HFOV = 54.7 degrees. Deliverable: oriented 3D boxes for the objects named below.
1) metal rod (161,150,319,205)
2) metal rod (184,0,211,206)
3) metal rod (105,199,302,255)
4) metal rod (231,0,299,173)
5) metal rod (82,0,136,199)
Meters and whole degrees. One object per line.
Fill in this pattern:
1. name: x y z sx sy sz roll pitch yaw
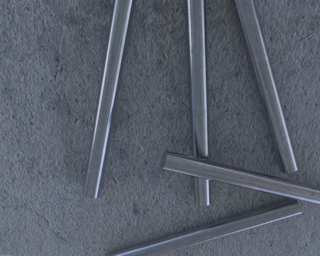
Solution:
1. metal rod: 0.148 0.076 0.422 0.302 0.025 0.025 14 110 -12
2. metal rod: 0.050 -0.033 0.397 0.025 0.025 0.298 -4 110 1
3. metal rod: 0.060 0.162 0.469 0.301 0.025 0.025 -19 109 6
4. metal rod: 0.126 -0.074 0.383 0.025 0.025 0.299 -20 109 7
5. metal rod: -0.065 -0.043 0.393 0.025 0.025 0.298 12 110 -5
